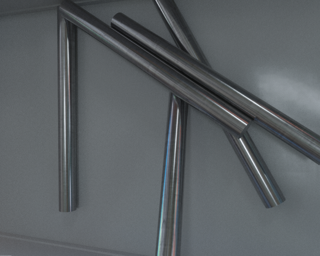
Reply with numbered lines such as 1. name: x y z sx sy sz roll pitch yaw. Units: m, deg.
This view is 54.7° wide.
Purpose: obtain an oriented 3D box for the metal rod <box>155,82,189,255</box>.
1. metal rod: 0.014 0.060 0.339 0.025 0.025 0.299 -4 63 19

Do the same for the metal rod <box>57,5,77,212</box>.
1. metal rod: -0.137 -0.028 0.457 0.025 0.025 0.298 -1 90 19

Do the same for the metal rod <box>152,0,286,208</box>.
1. metal rod: 0.068 -0.043 0.386 0.025 0.025 0.299 -30 81 17

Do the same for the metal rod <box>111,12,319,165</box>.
1. metal rod: 0.055 -0.058 0.361 0.300 0.025 0.025 37 102 21

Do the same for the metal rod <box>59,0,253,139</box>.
1. metal rod: -0.020 -0.083 0.383 0.300 0.025 0.025 37 102 21
